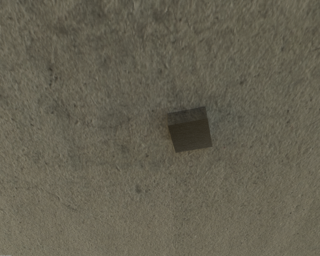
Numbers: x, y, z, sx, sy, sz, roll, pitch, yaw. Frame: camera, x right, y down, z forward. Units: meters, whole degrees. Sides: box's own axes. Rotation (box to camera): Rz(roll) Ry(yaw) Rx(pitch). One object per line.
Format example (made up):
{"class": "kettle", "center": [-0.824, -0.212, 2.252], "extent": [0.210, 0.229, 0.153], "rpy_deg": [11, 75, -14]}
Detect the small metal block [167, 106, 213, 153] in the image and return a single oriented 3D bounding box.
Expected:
{"class": "small metal block", "center": [0.040, 0.003, 0.410], "extent": [0.050, 0.025, 0.050], "rpy_deg": [-10, 130, 8]}
